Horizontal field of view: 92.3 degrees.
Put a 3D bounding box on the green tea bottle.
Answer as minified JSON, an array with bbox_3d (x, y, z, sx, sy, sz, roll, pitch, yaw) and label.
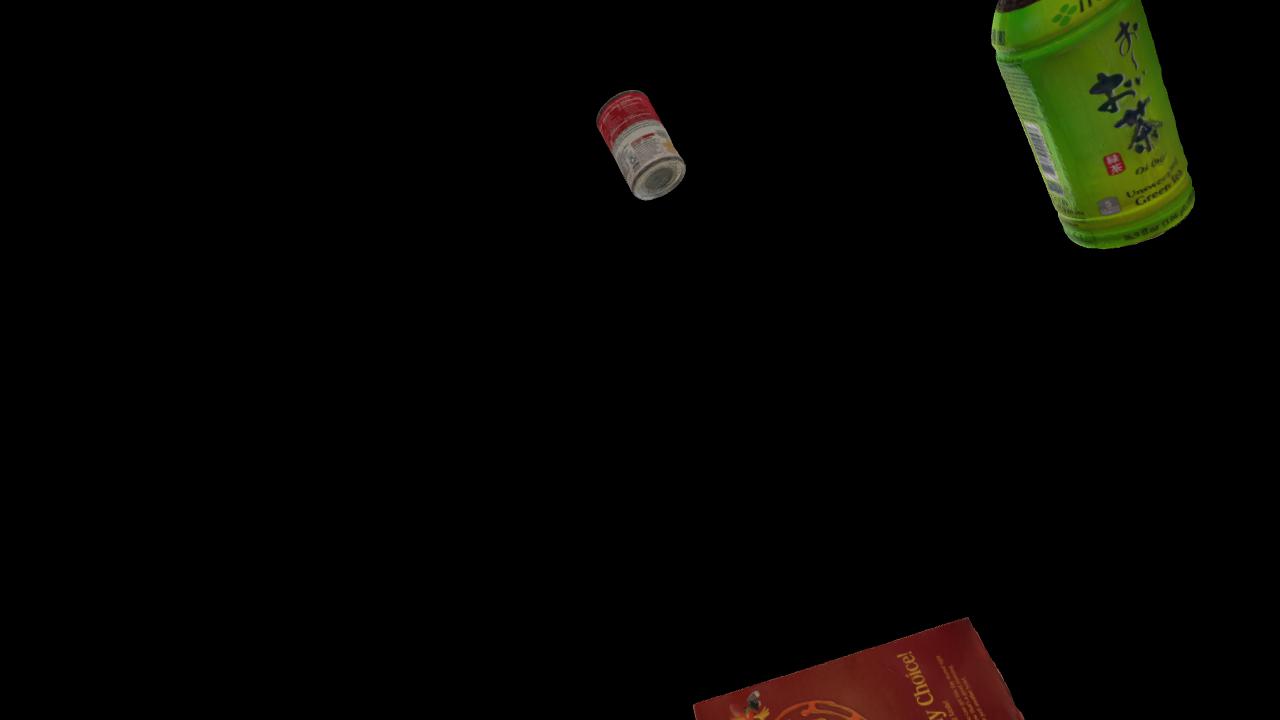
[{"bbox_3d":[0.260,-0.165,0.365,0.212,0.073,0.073,48,-24,-23],"label":"green tea bottle"}]

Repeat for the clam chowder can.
[{"bbox_3d":[0.001,-0.240,0.692,0.068,0.102,0.068,-23,-18,-8],"label":"clam chowder can"}]

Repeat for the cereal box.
[{"bbox_3d":[0.220,0.402,0.593,0.306,0.203,0.081,-24,-43,10],"label":"cereal box"}]
